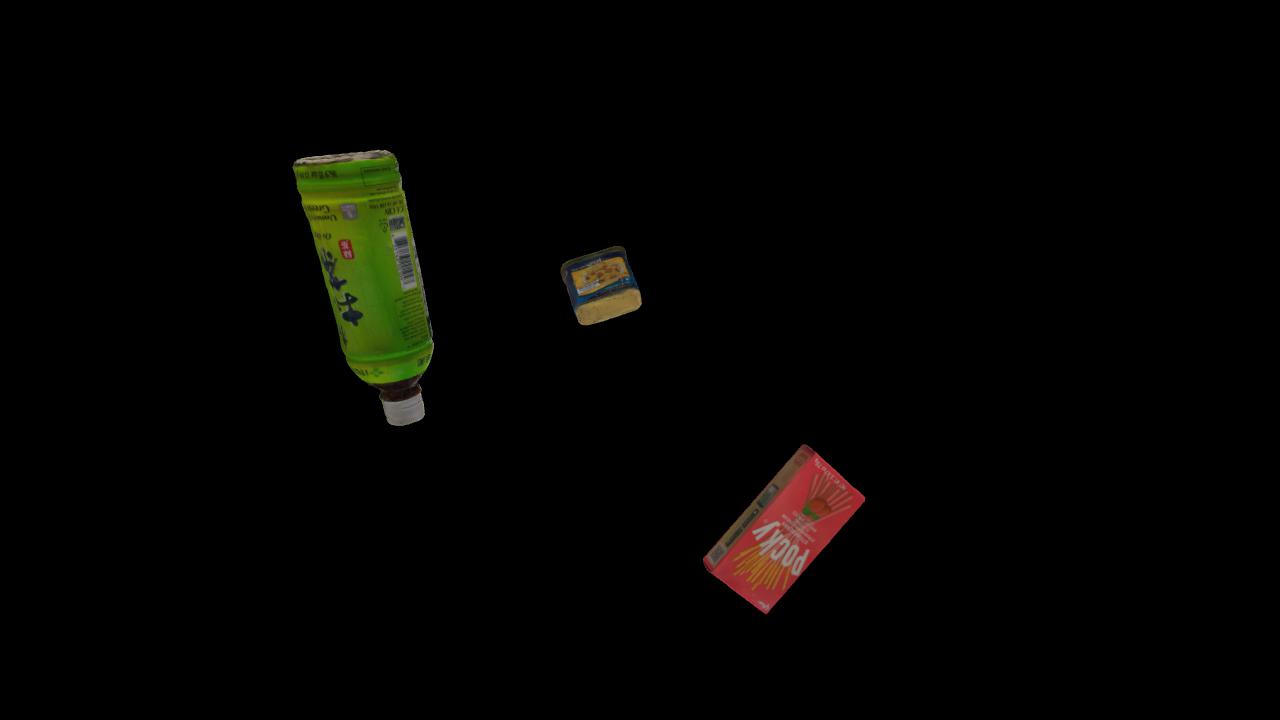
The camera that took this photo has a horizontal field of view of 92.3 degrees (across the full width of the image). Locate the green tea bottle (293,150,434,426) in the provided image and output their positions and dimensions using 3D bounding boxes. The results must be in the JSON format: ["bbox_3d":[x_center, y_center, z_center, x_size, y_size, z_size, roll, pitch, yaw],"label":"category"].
[{"bbox_3d":[-0.201,-0.048,0.475,0.073,0.212,0.073,-5,21,2],"label":"green tea bottle"}]

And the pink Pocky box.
[{"bbox_3d":[0.142,0.167,0.605,0.084,0.155,0.029,41,0,-19],"label":"pink Pocky box"}]

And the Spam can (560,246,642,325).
[{"bbox_3d":[-0.055,-0.107,0.891,0.101,0.085,0.058,-19,-32,-4],"label":"Spam can"}]
